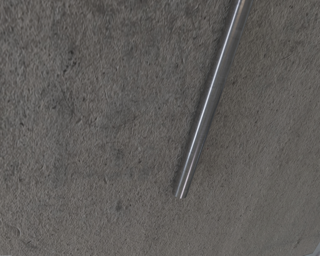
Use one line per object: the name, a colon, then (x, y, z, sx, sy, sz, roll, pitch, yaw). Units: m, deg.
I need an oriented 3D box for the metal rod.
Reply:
metal rod: (0.065, -0.029, 0.423, 0.025, 0.025, 0.298, 0, 118, -29)
